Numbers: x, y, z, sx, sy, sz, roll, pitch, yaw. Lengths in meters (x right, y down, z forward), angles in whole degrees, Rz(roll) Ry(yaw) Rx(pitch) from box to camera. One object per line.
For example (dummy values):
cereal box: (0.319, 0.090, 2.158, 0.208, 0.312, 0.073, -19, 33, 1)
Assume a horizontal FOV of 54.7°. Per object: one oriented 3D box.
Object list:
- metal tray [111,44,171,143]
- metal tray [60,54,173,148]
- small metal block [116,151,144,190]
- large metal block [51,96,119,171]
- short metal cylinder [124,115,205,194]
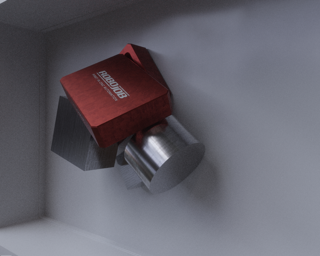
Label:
metal tray: (-0.053, -0.043, 0.443, 0.129, 0.030, 0.090, -41, 66, 32)
metal tray: (-0.056, -0.039, 0.368, 0.130, 0.091, 0.030, 45, 156, 46)
small metal block: (-0.029, 0.051, 0.427, 0.050, 0.025, 0.050, -35, 68, 34)
large metal block: (-0.101, 0.005, 0.427, 0.080, 0.050, 0.079, 21, 103, 37)
short metal cylinder: (0.006, 0.031, 0.363, 0.050, 0.081, 0.080, 47, 118, 29)
